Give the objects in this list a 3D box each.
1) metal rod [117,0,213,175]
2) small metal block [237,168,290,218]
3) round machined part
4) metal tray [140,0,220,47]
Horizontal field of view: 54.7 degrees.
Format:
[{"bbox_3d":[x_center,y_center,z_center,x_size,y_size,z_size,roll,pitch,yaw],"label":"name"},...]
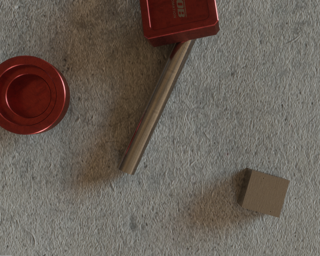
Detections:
[{"bbox_3d":[0.017,-0.079,0.410,0.025,0.025,0.299,25,90,0],"label":"metal rod"},{"bbox_3d":[0.136,0.085,0.411,0.050,0.025,0.050,16,90,0],"label":"small metal block"},{"bbox_3d":[-0.165,-0.041,0.400,0.099,0.042,0.097,0,90,0],"label":"round machined part"},{"bbox_3d":[0.020,-0.176,0.389,0.090,0.030,0.129,-8,82,12],"label":"metal tray"}]
